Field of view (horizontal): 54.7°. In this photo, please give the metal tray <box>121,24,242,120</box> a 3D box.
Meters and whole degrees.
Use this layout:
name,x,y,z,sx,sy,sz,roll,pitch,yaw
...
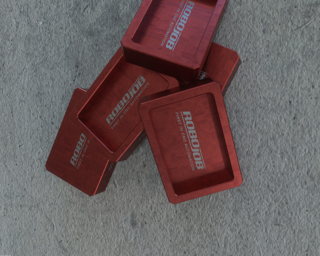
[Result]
name,x,y,z,sx,sy,sz,roll,pitch,yaw
metal tray,0.025,-0.076,0.398,0.130,0.030,0.090,28,99,17

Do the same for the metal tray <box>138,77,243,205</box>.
name,x,y,z,sx,sy,sz,roll,pitch,yaw
metal tray,0.036,0.017,0.358,0.090,0.030,0.129,-17,109,2

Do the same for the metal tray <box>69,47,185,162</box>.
name,x,y,z,sx,sy,sz,roll,pitch,yaw
metal tray,-0.043,-0.032,0.390,0.090,0.030,0.130,43,103,14

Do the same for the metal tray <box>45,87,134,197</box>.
name,x,y,z,sx,sy,sz,roll,pitch,yaw
metal tray,-0.100,0.019,0.441,0.090,0.030,0.129,26,98,17

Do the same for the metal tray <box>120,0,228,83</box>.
name,x,y,z,sx,sy,sz,roll,pitch,yaw
metal tray,0.021,-0.125,0.363,0.090,0.030,0.130,20,69,8
